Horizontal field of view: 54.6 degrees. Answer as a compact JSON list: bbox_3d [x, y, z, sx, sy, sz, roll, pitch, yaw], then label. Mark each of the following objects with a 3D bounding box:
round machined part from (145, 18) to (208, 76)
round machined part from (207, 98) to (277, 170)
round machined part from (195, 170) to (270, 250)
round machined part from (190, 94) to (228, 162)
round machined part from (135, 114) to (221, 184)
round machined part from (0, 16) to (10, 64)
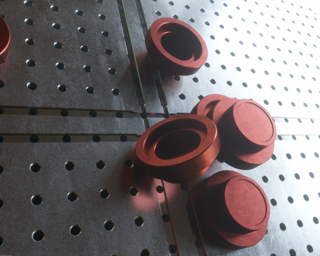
[{"bbox_3d":[0.022,-0.120,0.482,0.099,0.042,0.098,13,56,-21],"label":"round machined part"},{"bbox_3d":[0.110,0.002,0.401,0.099,0.042,0.098,14,56,-21],"label":"round machined part"},{"bbox_3d":[0.097,0.098,0.389,0.099,0.042,0.098,13,56,-21],"label":"round machined part"},{"bbox_3d":[0.084,0.004,0.439,0.099,0.042,0.098,13,56,-21],"label":"round machined part"},{"bbox_3d":[0.023,0.028,0.370,0.098,0.098,0.042,-50,132,-39],"label":"round machined part"},{"bbox_3d":[-0.222,-0.111,0.345,0.099,0.042,0.098,13,56,-21],"label":"round machined part"}]
